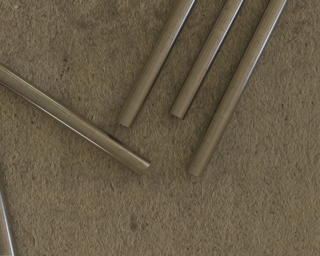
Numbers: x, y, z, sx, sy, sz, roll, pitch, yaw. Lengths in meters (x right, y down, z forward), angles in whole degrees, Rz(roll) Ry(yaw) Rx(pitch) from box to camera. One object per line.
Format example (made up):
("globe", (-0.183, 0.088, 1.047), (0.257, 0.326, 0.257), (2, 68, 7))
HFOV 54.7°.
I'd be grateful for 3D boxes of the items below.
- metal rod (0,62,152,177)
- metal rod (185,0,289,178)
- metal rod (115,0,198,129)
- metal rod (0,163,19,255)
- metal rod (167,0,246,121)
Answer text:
("metal rod", (-0.143, -0.028, 0.408), (0.301, 0.025, 0.025), (33, 90, 0))
("metal rod", (0.110, -0.073, 0.410), (0.025, 0.025, 0.299), (26, 90, 0))
("metal rod", (0.020, -0.137, 0.409), (0.025, 0.025, 0.299), (27, 90, 0))
("metal rod", (-0.217, 0.083, 0.408), (0.025, 0.025, 0.298), (-12, 90, 0))
("metal rod", (0.089, -0.148, 0.410), (0.025, 0.025, 0.299), (27, 90, 0))
